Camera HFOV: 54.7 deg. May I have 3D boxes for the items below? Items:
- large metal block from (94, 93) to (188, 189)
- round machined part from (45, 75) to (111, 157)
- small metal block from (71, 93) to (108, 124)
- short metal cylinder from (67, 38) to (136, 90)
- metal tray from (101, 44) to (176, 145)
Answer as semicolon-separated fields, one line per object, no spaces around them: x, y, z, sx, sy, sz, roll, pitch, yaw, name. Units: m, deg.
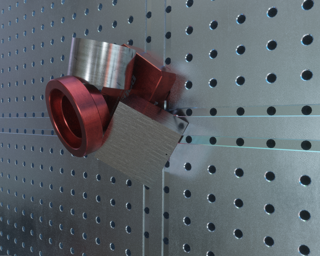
-0.022;0.015;0.386;0.080;0.050;0.079;29;111;3;large metal block
-0.097;-0.017;0.379;0.098;0.042;0.097;28;130;40;round machined part
-0.106;-0.027;0.437;0.025;0.050;0.050;24;105;37;small metal block
-0.074;-0.080;0.392;0.080;0.081;0.050;17;101;38;short metal cylinder
-0.043;-0.041;0.440;0.090;0.030;0.129;42;115;31;metal tray
